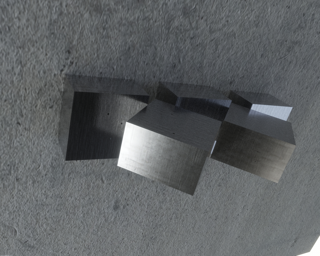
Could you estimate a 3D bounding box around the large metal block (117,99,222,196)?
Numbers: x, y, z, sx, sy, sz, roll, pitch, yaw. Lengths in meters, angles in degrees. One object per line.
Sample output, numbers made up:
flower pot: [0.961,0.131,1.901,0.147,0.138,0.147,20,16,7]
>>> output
large metal block: [0.013,0.015,0.326,0.080,0.080,0.050,-47,155,-62]

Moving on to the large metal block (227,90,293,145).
large metal block: [0.137,-0.008,0.465,0.081,0.050,0.079,1,118,-30]

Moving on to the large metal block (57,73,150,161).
large metal block: [-0.066,-0.012,0.350,0.081,0.050,0.079,0,118,-29]

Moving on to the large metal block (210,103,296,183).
large metal block: [0.115,0.014,0.385,0.080,0.080,0.050,20,114,11]

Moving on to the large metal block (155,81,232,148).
large metal block: [0.035,-0.012,0.406,0.081,0.050,0.079,1,118,-29]
